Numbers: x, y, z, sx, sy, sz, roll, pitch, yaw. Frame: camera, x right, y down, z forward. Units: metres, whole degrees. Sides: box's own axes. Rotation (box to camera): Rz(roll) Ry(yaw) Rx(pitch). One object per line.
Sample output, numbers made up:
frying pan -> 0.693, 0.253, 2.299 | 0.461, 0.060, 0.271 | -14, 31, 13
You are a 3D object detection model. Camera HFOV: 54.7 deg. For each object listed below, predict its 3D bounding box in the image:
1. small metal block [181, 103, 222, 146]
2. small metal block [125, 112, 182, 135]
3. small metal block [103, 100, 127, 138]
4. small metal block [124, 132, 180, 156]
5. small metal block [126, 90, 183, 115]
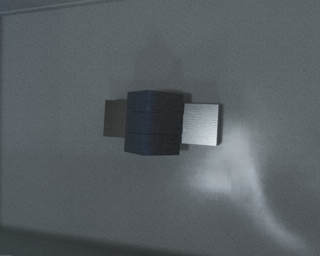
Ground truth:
small metal block -> 0.050, -0.005, 0.391 | 0.050, 0.025, 0.050 | 3, 91, 19
small metal block -> -0.009, -0.006, 0.387 | 0.050, 0.050, 0.025 | 3, 91, 56
small metal block -> -0.048, -0.012, 0.425 | 0.050, 0.025, 0.050 | 4, 91, 19
small metal block -> -0.010, 0.019, 0.388 | 0.050, 0.050, 0.025 | 3, 91, 56
small metal block -> -0.007, -0.031, 0.386 | 0.050, 0.050, 0.025 | 5, 92, 56
